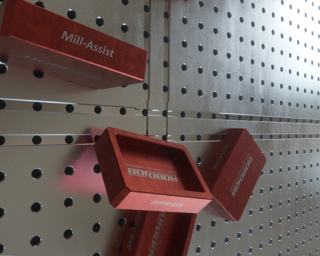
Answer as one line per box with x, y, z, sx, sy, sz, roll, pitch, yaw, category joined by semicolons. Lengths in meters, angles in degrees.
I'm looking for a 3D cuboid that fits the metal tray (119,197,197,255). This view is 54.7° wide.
0.000;0.140;0.408;0.090;0.030;0.130;26;74;-37;metal tray

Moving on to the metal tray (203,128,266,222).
0.122;0.075;0.512;0.090;0.030;0.130;49;61;-29;metal tray

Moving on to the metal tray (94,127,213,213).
-0.006;0.052;0.366;0.131;0.030;0.090;16;35;-39;metal tray

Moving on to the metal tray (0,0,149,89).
-0.088;-0.070;0.293;0.131;0.090;0.030;12;82;-40;metal tray
